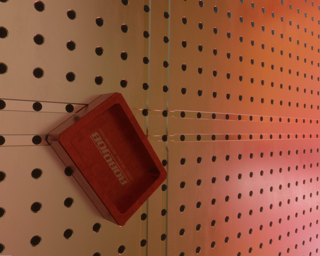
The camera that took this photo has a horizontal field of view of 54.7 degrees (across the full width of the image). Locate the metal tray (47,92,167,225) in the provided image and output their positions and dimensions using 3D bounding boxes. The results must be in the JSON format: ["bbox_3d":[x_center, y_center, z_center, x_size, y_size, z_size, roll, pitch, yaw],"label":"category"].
[{"bbox_3d":[-0.054,0.035,0.361,0.090,0.030,0.130,-43,116,-32],"label":"metal tray"}]
